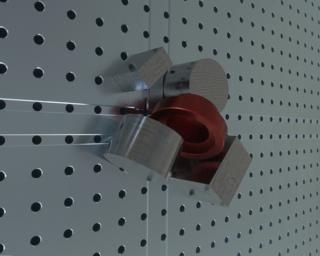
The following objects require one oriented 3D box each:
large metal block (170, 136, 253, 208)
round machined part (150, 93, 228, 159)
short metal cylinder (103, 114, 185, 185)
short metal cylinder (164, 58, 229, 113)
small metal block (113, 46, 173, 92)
[{"bbox_3d":[0.068,0.056,0.434,0.050,0.080,0.080,51,60,-28],"label":"large metal block"},{"bbox_3d":[0.038,-0.006,0.396,0.098,0.098,0.042,49,49,-30],"label":"round machined part"},{"bbox_3d":[-0.018,0.026,0.360,0.080,0.080,0.050,38,67,-34],"label":"short metal cylinder"},{"bbox_3d":[0.052,-0.054,0.438,0.081,0.050,0.079,0,90,-40],"label":"short metal cylinder"},{"bbox_3d":[-0.021,-0.070,0.377,0.050,0.050,0.025,-50,120,-29],"label":"small metal block"}]
